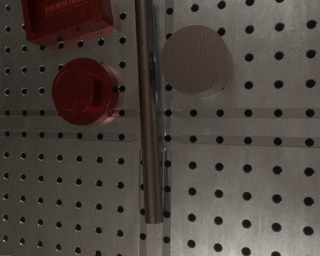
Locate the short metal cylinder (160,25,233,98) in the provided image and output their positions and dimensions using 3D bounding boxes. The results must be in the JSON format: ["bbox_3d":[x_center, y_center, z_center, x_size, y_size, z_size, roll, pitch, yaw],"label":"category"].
[{"bbox_3d":[0.047,-0.080,0.382,0.080,0.050,0.079,0,90,19],"label":"short metal cylinder"}]

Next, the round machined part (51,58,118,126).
[{"bbox_3d":[-0.113,-0.052,0.442,0.098,0.042,0.097,0,90,19],"label":"round machined part"}]

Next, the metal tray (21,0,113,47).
[{"bbox_3d":[-0.141,-0.182,0.457,0.130,0.030,0.089,-11,86,19],"label":"metal tray"}]

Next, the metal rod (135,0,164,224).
[{"bbox_3d":[-0.015,-0.024,0.416,0.025,0.025,0.298,-3,89,19],"label":"metal rod"}]
